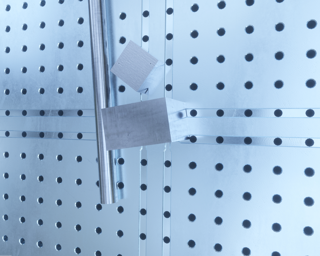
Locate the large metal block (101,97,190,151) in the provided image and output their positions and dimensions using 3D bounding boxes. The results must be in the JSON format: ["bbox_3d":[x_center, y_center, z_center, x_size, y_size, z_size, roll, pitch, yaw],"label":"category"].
[{"bbox_3d":[-0.015,-0.004,0.388,0.080,0.080,0.050,-9,87,19],"label":"large metal block"}]

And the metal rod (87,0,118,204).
[{"bbox_3d":[-0.082,-0.044,0.440,0.025,0.025,0.298,-4,89,19],"label":"metal rod"}]

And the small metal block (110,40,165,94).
[{"bbox_3d":[-0.031,-0.083,0.423,0.050,0.025,0.050,39,102,15],"label":"small metal block"}]
